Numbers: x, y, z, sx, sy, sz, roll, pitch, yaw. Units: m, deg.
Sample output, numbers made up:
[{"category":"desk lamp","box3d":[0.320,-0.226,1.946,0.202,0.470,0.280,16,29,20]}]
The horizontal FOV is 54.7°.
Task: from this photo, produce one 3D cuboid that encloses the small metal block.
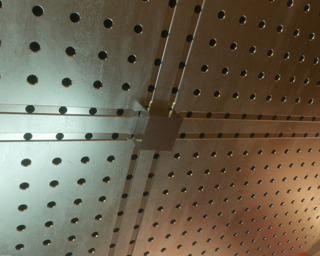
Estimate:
[{"category":"small metal block","box3d":[-0.003,0.002,0.412,0.050,0.025,0.050,5,116,-31]}]
